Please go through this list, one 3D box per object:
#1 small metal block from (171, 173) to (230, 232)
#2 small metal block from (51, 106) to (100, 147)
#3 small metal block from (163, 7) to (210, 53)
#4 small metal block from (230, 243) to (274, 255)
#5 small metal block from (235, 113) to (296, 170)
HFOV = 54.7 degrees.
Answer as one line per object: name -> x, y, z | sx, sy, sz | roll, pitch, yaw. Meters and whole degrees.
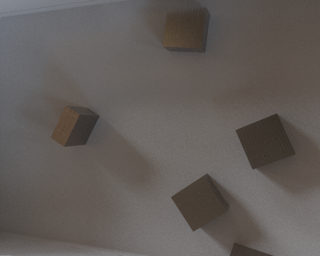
small metal block -> 0.051, 0.094, 0.392 | 0.050, 0.025, 0.050 | -37, 78, 16
small metal block -> -0.119, -0.003, 0.439 | 0.025, 0.050, 0.050 | 31, 100, 17
small metal block -> 0.034, -0.126, 0.398 | 0.050, 0.025, 0.050 | 8, 93, 19
small metal block -> 0.106, 0.162, 0.360 | 0.050, 0.050, 0.025 | 13, 95, 19
small metal block -> 0.124, 0.016, 0.366 | 0.050, 0.025, 0.050 | -24, 82, 18
